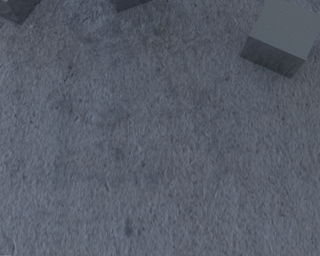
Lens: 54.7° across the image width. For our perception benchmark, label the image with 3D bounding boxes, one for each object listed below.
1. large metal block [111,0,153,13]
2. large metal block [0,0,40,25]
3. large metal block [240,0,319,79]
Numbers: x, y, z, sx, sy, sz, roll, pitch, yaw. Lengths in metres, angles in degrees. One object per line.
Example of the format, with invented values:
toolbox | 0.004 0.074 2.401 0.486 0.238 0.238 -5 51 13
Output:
large metal block | -0.041 -0.231 0.463 0.080 0.080 0.050 -23 72 -8
large metal block | -0.232 -0.216 0.471 0.080 0.050 0.080 24 72 8
large metal block | 0.173 -0.130 0.445 0.080 0.050 0.080 27 72 9
